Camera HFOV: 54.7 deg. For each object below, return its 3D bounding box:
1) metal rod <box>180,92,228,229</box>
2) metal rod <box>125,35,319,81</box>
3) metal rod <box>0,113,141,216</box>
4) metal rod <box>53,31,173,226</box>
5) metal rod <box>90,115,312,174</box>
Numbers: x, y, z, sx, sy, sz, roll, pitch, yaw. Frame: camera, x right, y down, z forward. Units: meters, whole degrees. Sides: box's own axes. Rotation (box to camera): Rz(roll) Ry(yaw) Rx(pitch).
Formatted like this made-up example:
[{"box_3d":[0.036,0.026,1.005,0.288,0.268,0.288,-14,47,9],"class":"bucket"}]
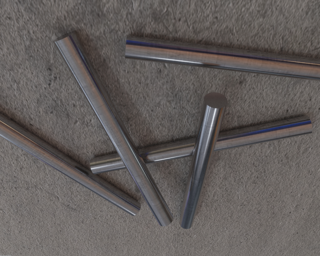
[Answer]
[{"box_3d":[0.053,0.069,0.439,0.025,0.025,0.298,2,139,-2],"class":"metal rod"},{"box_3d":[0.114,-0.073,0.346,0.302,0.025,0.025,6,130,-5],"class":"metal rod"},{"box_3d":[-0.141,0.052,0.449,0.025,0.025,0.301,-34,123,25],"class":"metal rod"},{"box_3d":[-0.046,0.022,0.398,0.025,0.025,0.299,-17,121,14],"class":"metal rod"},{"box_3d":[0.049,0.025,0.428,0.301,0.025,0.025,-12,129,9],"class":"metal rod"}]
